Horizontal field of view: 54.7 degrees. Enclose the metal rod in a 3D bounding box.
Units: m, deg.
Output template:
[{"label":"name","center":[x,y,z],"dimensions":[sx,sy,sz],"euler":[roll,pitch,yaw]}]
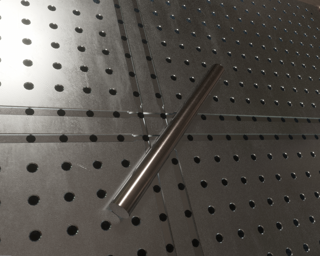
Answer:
[{"label":"metal rod","center":[0.027,-0.004,0.426],"dimensions":[0.025,0.025,0.301],"euler":[39,51,-2]}]
